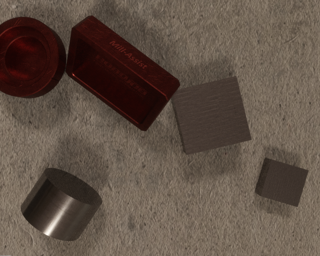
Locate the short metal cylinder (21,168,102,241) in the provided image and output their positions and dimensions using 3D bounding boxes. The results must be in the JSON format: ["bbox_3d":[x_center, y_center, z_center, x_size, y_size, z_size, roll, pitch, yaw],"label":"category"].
[{"bbox_3d":[-0.119,0.092,0.381,0.080,0.080,0.050,33,90,-1],"label":"short metal cylinder"}]

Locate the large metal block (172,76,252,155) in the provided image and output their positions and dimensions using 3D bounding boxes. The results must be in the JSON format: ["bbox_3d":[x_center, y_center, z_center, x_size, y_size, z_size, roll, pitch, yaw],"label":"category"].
[{"bbox_3d":[0.062,-0.015,0.398,0.080,0.050,0.080,-13,90,-1],"label":"large metal block"}]

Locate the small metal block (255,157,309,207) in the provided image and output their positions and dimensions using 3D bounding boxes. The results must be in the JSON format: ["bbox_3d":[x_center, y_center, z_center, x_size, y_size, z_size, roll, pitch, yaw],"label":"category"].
[{"bbox_3d":[0.161,0.071,0.412,0.050,0.025,0.050,17,90,-1],"label":"small metal block"}]

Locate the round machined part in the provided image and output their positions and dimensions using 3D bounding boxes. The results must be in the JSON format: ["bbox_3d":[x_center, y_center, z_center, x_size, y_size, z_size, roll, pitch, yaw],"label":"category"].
[{"bbox_3d":[-0.165,-0.086,0.394,0.099,0.042,0.097,0,89,8],"label":"round machined part"}]

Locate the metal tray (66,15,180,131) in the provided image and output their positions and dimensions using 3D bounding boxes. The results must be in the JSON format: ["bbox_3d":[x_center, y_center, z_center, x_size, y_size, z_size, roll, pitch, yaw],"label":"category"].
[{"bbox_3d":[-0.050,-0.061,0.376,0.130,0.090,0.030,37,57,-1],"label":"metal tray"}]
